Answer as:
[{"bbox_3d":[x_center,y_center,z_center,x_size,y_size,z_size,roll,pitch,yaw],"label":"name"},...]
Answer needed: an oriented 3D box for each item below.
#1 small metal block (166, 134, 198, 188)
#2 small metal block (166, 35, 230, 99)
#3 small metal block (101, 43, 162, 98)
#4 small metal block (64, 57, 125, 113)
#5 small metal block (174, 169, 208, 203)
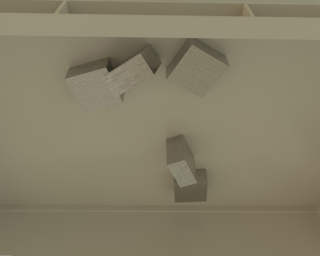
[{"bbox_3d":[0.030,0.046,0.432,0.025,0.050,0.050,-18,128,15],"label":"small metal block"},{"bbox_3d":[0.041,-0.068,0.351,0.050,0.025,0.050,25,126,-20],"label":"small metal block"},{"bbox_3d":[-0.029,-0.063,0.335,0.050,0.050,0.025,-27,108,21],"label":"small metal block"},{"bbox_3d":[-0.075,-0.050,0.365,0.050,0.025,0.050,-13,129,11],"label":"small metal block"},{"bbox_3d":[0.047,0.091,0.487,0.050,0.025,0.050,-3,130,2],"label":"small metal block"}]
